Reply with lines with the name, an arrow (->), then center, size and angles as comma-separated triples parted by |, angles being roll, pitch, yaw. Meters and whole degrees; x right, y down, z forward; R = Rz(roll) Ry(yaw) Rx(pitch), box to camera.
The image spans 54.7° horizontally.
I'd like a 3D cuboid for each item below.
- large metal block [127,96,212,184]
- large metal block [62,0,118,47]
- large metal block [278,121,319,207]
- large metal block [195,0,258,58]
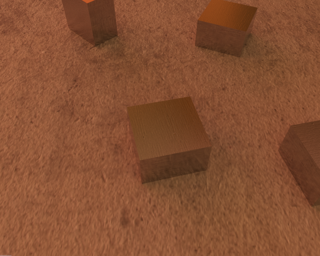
large metal block -> 0.008, 0.013, 0.376 | 0.081, 0.050, 0.080 | -10, 51, -9
large metal block -> -0.122, -0.201, 0.535 | 0.050, 0.080, 0.080 | -37, 60, -27
large metal block -> 0.200, 0.036, 0.359 | 0.081, 0.050, 0.080 | -10, 51, -9
large metal block -> 0.114, -0.175, 0.535 | 0.080, 0.050, 0.080 | 19, 52, 15
